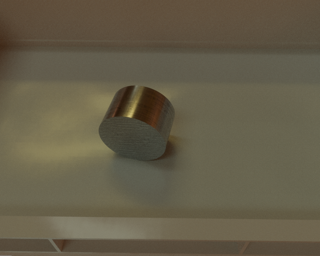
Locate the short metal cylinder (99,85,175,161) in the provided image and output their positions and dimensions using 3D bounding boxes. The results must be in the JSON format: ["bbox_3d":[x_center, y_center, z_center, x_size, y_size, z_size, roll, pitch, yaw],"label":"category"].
[{"bbox_3d":[-0.026,-0.004,0.373,0.080,0.080,0.050,10,51,9],"label":"short metal cylinder"}]
